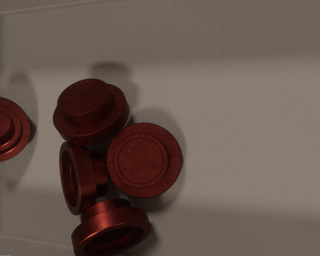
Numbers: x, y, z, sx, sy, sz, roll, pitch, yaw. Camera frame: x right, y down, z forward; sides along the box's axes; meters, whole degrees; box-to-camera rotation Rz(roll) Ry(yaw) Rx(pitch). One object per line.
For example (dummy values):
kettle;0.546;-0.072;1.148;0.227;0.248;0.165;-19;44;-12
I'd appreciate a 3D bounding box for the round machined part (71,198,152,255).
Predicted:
round machined part;-0.064;0.126;0.399;0.098;0.098;0.042;-37;53;16

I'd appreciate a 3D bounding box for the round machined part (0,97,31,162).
round machined part;-0.252;0.000;0.469;0.042;0.099;0.097;21;99;57

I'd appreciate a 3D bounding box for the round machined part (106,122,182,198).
round machined part;-0.021;0.041;0.397;0.099;0.042;0.097;0;86;6

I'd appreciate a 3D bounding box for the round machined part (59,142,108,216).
round machined part;-0.102;0.064;0.419;0.098;0.042;0.097;18;111;57

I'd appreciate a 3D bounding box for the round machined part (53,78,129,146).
round machined part;-0.093;-0.027;0.405;0.098;0.042;0.098;-7;48;8
